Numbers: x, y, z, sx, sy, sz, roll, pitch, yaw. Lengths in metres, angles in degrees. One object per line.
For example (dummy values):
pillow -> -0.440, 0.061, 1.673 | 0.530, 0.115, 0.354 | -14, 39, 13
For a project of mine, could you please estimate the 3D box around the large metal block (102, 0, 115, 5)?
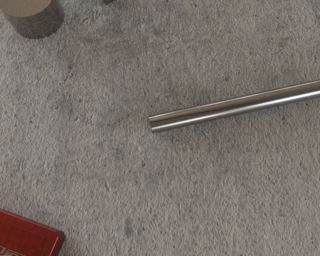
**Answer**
large metal block -> -0.089, -0.252, 0.470 | 0.050, 0.080, 0.080 | -34, 74, -12

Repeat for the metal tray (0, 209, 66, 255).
metal tray -> -0.188, 0.141, 0.351 | 0.131, 0.030, 0.090 | 18, 71, 6

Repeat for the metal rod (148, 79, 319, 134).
metal rod -> 0.134, -0.036, 0.422 | 0.302, 0.025, 0.025 | -12, 71, -5

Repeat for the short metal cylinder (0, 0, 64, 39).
short metal cylinder -> -0.190, -0.180, 0.458 | 0.081, 0.050, 0.080 | 0, 70, 0
